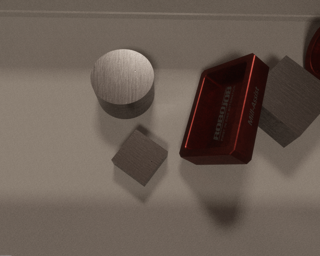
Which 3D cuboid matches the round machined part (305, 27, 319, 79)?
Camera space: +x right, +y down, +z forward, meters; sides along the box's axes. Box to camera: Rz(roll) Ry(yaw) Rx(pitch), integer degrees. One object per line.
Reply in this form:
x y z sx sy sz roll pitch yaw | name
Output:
0.247 -0.102 0.414 0.042 0.098 0.098 12 70 -15 | round machined part

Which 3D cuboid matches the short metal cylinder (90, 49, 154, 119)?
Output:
-0.048 -0.058 0.417 0.081 0.050 0.080 0 70 0 | short metal cylinder

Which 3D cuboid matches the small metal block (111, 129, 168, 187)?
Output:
-0.025 0.038 0.395 0.050 0.025 0.050 35 73 11 | small metal block

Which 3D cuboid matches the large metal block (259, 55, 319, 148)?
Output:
0.166 -0.035 0.411 0.080 0.050 0.080 43 75 13 | large metal block

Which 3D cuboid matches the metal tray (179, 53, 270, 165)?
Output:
0.078 -0.020 0.383 0.030 0.090 0.130 29 67 -30 | metal tray
